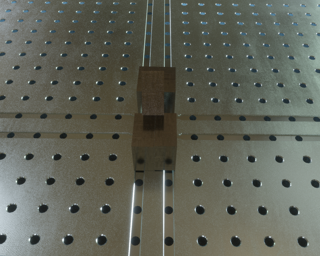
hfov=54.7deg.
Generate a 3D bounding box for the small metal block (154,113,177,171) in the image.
[{"bbox_3d":[0.007,0.017,0.376,0.025,0.050,0.050,1,50,1],"label":"small metal block"}]

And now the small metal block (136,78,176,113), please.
[{"bbox_3d":[-0.005,-0.040,0.424,0.050,0.050,0.025,2,50,1],"label":"small metal block"}]

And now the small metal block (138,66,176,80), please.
[{"bbox_3d":[-0.004,-0.060,0.441,0.050,0.050,0.025,2,50,1],"label":"small metal block"}]

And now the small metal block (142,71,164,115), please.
[{"bbox_3d":[-0.008,-0.043,0.373,0.025,0.050,0.050,0,8,1],"label":"small metal block"}]

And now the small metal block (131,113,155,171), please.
[{"bbox_3d":[-0.019,0.017,0.376,0.025,0.050,0.050,1,50,1],"label":"small metal block"}]
